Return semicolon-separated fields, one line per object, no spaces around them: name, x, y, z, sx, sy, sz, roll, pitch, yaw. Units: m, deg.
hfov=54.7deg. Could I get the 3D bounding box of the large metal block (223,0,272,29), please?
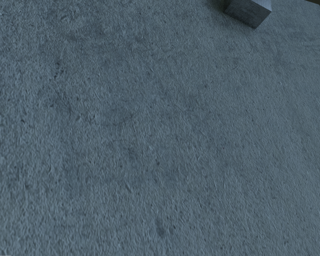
large metal block;0.182;-0.266;0.648;0.080;0.050;0.080;21;54;-16
